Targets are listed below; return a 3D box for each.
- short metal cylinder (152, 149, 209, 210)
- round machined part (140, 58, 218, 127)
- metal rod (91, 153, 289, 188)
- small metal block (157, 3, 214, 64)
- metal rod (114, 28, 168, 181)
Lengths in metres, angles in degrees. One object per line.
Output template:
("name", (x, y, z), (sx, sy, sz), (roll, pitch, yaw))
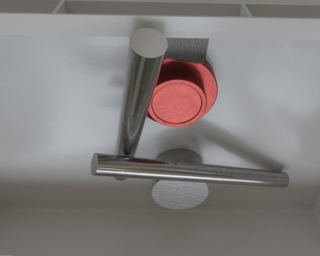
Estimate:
("short metal cylinder", (0.028, 0.076, 0.458), (0.081, 0.050, 0.079), (0, 130, 0))
("round machined part", (0.019, -0.040, 0.365), (0.099, 0.042, 0.097), (-1, 130, 0))
("metal rod", (0.060, 0.060, 0.411), (0.302, 0.025, 0.025), (9, 131, -28))
("small metal block", (0.023, -0.094, 0.315), (0.050, 0.025, 0.050), (8, 100, -8))
("metal rod", (-0.033, 0.006, 0.335), (0.025, 0.025, 0.299), (8, 154, -7))
